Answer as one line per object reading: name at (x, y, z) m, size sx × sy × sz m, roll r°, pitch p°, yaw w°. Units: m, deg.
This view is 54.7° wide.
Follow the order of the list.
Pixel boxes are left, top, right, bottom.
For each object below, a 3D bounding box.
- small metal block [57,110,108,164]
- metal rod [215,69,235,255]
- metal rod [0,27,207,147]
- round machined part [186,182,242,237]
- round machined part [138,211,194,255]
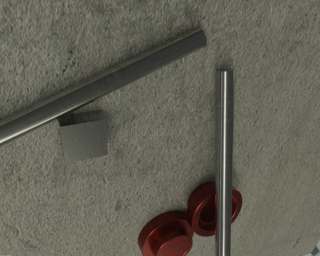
small metal block at (-0.090, 0.010, 0.364) m, size 0.050 × 0.025 × 0.050 m, roll -11°, pitch 123°, yaw -23°
metal rod at (0.094, 0.064, 0.456) m, size 0.025 × 0.025 × 0.298 m, roll -11°, pitch 111°, yaw -22°
metal rod at (-0.082, -0.038, 0.338) m, size 0.302 × 0.025 × 0.025 m, roll -28°, pitch 128°, yaw -11°
round machined part at (0.086, 0.130, 0.520) m, size 0.099 × 0.042 × 0.097 m, roll -13°, pitch 120°, yaw -23°
round machined part at (0.016, 0.192, 0.523) m, size 0.099 × 0.042 × 0.097 m, roll -14°, pitch 124°, yaw -21°
